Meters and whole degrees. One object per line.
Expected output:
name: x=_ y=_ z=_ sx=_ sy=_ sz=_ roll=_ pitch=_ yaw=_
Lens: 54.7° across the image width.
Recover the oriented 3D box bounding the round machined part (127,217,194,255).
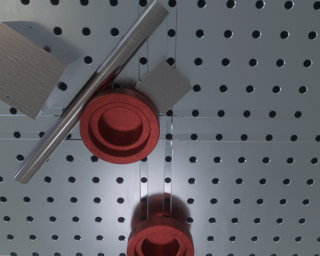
round machined part: x=0.001 y=0.174 z=0.468 sx=0.099 sy=0.042 sz=0.097 roll=0 pitch=110 yaw=0

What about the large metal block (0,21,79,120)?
large metal block: x=-0.159 y=-0.070 z=0.373 sx=0.080 sy=0.050 sz=0.080 roll=33 pitch=107 yaw=-12

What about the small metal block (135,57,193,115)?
small metal block: x=0.005 y=-0.054 z=0.394 sx=0.050 sy=0.025 sz=0.050 roll=-43 pitch=105 yaw=14

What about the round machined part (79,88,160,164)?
round machined part: x=-0.049 y=-0.006 z=0.398 sx=0.099 sy=0.042 sz=0.097 roll=0 pitch=116 yaw=0

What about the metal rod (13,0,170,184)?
metal rod: x=-0.097 y=-0.037 z=0.398 sx=0.025 sy=0.025 sz=0.299 roll=39 pitch=105 yaw=-13
